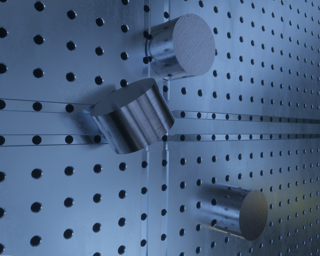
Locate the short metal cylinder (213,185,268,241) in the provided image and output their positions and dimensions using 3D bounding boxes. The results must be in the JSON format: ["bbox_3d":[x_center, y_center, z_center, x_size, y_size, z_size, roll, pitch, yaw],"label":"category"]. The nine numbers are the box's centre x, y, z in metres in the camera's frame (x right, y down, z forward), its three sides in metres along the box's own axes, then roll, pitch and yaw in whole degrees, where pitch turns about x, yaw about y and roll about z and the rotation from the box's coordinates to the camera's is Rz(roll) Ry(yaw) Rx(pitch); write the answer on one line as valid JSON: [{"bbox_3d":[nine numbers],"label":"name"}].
[{"bbox_3d":[0.133,0.137,0.508,0.081,0.050,0.079,0,90,-40],"label":"short metal cylinder"}]

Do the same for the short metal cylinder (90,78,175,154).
[{"bbox_3d":[-0.030,-0.015,0.349,0.080,0.080,0.050,-43,116,-32],"label":"short metal cylinder"}]

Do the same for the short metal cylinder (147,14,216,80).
[{"bbox_3d":[0.030,-0.107,0.420,0.081,0.050,0.079,0,90,-40],"label":"short metal cylinder"}]
